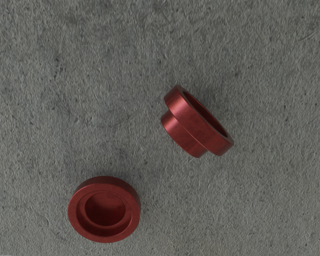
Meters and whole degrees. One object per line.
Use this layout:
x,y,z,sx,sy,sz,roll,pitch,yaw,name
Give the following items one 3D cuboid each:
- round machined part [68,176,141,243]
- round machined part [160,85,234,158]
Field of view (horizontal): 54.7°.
-0.076,0.110,0.441,0.099,0.042,0.097,0,110,0,round machined part
0.039,-0.003,0.370,0.098,0.098,0.042,42,105,-14,round machined part
